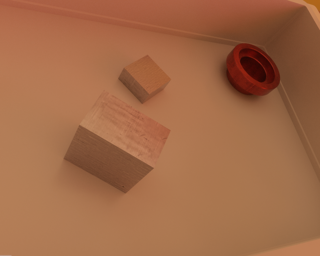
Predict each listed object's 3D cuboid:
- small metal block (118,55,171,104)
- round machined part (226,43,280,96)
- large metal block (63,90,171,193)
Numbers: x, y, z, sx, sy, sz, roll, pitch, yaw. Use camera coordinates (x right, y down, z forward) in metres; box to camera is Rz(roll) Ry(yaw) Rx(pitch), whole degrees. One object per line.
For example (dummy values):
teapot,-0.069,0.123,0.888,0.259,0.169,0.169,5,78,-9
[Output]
small metal block,-0.021,-0.069,0.438,0.050,0.025,0.050,47,51,4
round machined part,0.156,-0.096,0.540,0.099,0.042,0.098,14,56,-21
large metal block,-0.048,0.018,0.334,0.080,0.080,0.050,31,52,-9
